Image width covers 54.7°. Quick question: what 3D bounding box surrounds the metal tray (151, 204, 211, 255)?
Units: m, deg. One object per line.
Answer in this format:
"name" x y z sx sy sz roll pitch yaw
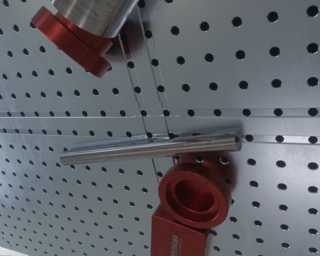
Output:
"metal tray" 0.032 0.193 0.510 0.090 0.030 0.129 15 125 19

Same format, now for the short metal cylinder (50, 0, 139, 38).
"short metal cylinder" -0.066 -0.140 0.320 0.080 0.080 0.050 41 121 0

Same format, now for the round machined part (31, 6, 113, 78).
"round machined part" -0.094 -0.106 0.360 0.098 0.098 0.042 42 94 -1

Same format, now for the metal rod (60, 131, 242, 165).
"metal rod" -0.033 0.033 0.448 0.300 0.025 0.025 -8 115 31

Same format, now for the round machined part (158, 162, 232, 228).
"round machined part" 0.051 0.087 0.428 0.098 0.042 0.097 13 124 21
